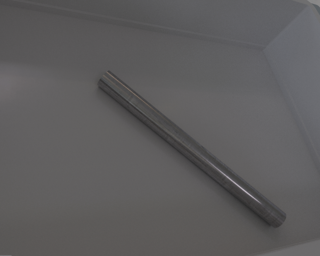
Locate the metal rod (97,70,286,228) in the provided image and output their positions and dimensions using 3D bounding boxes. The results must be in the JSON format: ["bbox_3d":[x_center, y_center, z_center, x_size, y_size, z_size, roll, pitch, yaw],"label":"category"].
[{"bbox_3d":[0.043,0.029,0.410,0.300,0.025,0.025,39,51,-2],"label":"metal rod"}]
